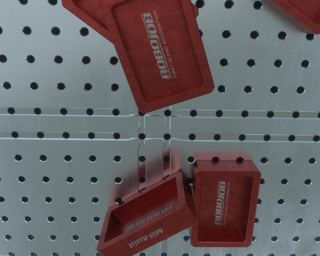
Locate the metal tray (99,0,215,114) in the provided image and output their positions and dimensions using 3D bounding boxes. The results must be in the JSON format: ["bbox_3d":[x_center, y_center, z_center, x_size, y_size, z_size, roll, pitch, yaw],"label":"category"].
[{"bbox_3d":[0.000,-0.090,0.344,0.090,0.030,0.129,-18,110,6],"label":"metal tray"}]

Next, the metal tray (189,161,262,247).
[{"bbox_3d":[0.092,0.113,0.453,0.091,0.030,0.129,0,110,-1],"label":"metal tray"}]

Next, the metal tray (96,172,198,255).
[{"bbox_3d":[-0.017,0.120,0.422,0.130,0.090,0.030,-30,108,10],"label":"metal tray"}]

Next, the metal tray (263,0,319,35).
[{"bbox_3d":[0.184,-0.184,0.345,0.090,0.030,0.129,32,107,-12],"label":"metal tray"}]

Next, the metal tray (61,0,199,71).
[{"bbox_3d":[-0.033,-0.140,0.358,0.130,0.030,0.090,35,106,-13],"label":"metal tray"}]
